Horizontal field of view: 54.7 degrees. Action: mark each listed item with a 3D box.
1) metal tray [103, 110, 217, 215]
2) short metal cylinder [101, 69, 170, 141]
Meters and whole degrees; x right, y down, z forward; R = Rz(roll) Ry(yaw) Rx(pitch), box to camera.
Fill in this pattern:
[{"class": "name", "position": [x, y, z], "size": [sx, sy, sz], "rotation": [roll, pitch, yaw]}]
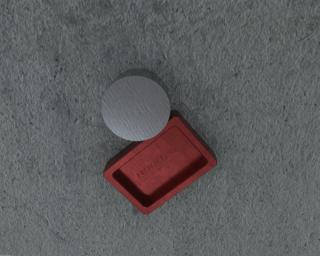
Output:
[{"class": "metal tray", "position": [0.000, 0.049, 0.425], "size": [0.130, 0.030, 0.090], "rotation": [-39, 106, 13]}, {"class": "short metal cylinder", "position": [-0.028, -0.030, 0.385], "size": [0.081, 0.050, 0.079], "rotation": [0, 110, 0]}]
